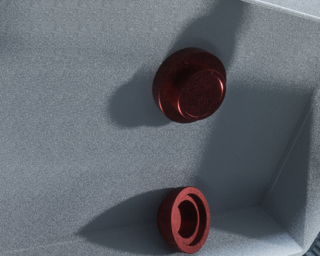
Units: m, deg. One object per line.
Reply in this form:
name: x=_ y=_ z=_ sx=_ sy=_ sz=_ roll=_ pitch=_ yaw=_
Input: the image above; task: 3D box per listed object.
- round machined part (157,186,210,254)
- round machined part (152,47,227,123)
round machined part: x=0.033 y=0.141 z=0.481 sx=0.099 sy=0.042 sz=0.098 roll=14 pitch=70 yaw=-45
round machined part: x=0.044 y=-0.048 z=0.391 sx=0.099 sy=0.042 sz=0.097 roll=-14 pitch=124 yaw=-21
